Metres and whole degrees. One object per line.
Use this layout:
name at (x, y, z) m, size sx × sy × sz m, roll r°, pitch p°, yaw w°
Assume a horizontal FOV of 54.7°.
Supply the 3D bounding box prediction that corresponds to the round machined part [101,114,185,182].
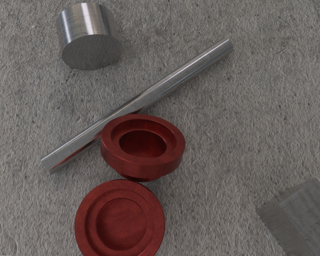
round machined part at (-0.022, 0.027, 0.373) m, size 0.099 × 0.042 × 0.098 m, roll 7°, pitch 34°, yaw -5°

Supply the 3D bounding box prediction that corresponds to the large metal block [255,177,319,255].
large metal block at (0.161, 0.109, 0.340) m, size 0.050 × 0.080 × 0.080 m, roll -31°, pitch 73°, yaw -10°

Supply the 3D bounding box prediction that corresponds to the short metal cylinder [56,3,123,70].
short metal cylinder at (-0.096, -0.122, 0.423) m, size 0.081 × 0.080 × 0.050 m, roll -14°, pitch 71°, yaw -5°

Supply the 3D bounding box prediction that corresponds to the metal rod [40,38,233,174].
metal rod at (-0.022, -0.036, 0.421) m, size 0.301 × 0.025 × 0.025 m, roll -35°, pitch 74°, yaw -12°

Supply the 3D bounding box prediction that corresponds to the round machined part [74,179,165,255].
round machined part at (-0.043, 0.109, 0.355) m, size 0.099 × 0.042 × 0.098 m, roll 0°, pitch 77°, yaw 2°
